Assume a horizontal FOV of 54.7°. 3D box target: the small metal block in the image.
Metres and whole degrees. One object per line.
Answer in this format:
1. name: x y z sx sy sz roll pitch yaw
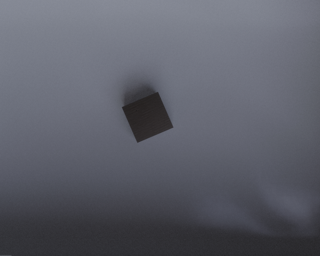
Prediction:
1. small metal block: -0.016 -0.014 0.408 0.050 0.025 0.050 -23 90 -1
